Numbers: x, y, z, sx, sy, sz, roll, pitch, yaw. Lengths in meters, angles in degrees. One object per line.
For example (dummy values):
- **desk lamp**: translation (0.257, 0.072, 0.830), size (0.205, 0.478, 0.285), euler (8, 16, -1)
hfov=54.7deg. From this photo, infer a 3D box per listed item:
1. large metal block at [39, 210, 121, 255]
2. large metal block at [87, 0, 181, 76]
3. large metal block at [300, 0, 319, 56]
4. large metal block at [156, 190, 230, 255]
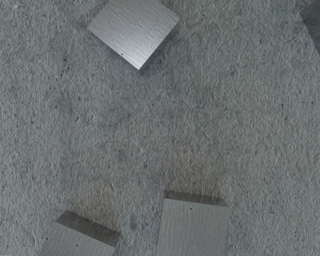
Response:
- **large metal block**: translation (-0.106, 0.164, 0.397), size (0.080, 0.050, 0.080), euler (24, 90, 0)
- **large metal block**: translation (-0.031, -0.126, 0.397), size (0.080, 0.050, 0.080), euler (39, 90, 0)
- **large metal block**: translation (0.231, -0.132, 0.384), size (0.050, 0.080, 0.080), euler (-25, 90, 0)
- **large metal block**: translation (0.039, 0.129, 0.398), size (0.080, 0.050, 0.080), euler (8, 90, 0)
